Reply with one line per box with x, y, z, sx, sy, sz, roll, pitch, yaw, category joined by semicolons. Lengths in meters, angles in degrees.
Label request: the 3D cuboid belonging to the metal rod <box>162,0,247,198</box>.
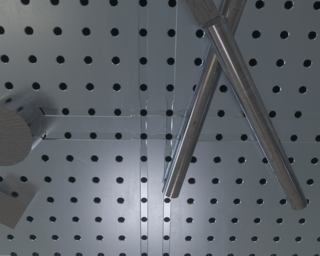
0.055;-0.040;0.398;0.025;0.025;0.298;15;109;-6;metal rod

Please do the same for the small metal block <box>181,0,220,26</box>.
0.039;-0.144;0.347;0.025;0.050;0.050;-30;107;10;small metal block

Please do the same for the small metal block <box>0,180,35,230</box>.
-0.221;0.112;0.453;0.050;0.025;0.050;31;107;-11;small metal block

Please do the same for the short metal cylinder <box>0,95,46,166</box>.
-0.196;0.002;0.399;0.081;0.050;0.079;0;110;0;short metal cylinder

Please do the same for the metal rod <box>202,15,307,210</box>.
0.130;0.001;0.389;0.025;0.025;0.299;-29;117;10;metal rod
